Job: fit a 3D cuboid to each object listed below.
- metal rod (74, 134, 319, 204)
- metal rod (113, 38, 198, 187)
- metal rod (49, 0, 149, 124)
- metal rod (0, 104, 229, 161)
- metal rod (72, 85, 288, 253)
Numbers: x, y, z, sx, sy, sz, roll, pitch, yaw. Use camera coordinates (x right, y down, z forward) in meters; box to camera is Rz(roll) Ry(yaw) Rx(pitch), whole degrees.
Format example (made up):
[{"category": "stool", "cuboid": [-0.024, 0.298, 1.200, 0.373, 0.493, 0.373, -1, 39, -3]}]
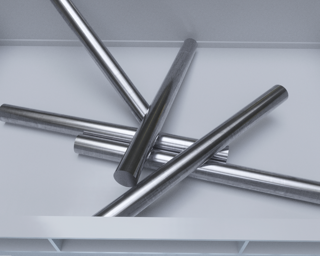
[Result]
[{"category": "metal rod", "cuboid": [0.044, 0.047, 0.365, 0.301, 0.025, 0.025, 11, 51, 8]}, {"category": "metal rod", "cuboid": [0.008, -0.045, 0.415, 0.025, 0.025, 0.301, 13, 43, 11]}, {"category": "metal rod", "cuboid": [-0.096, -0.120, 0.424, 0.025, 0.025, 0.299, -34, 83, -25]}, {"category": "metal rod", "cuboid": [-0.065, 0.006, 0.399, 0.301, 0.025, 0.025, 10, 51, 8]}, {"category": "metal rod", "cuboid": [0.042, 0.029, 0.346, 0.302, 0.025, 0.025, -33, 58, -24]}]
